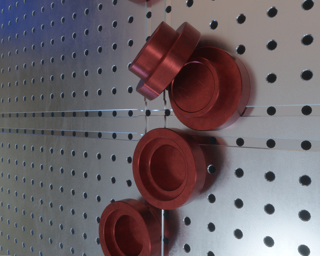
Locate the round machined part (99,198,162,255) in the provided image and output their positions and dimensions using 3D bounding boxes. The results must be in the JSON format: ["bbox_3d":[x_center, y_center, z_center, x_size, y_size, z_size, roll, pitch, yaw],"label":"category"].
[{"bbox_3d":[-0.036,0.146,0.426,0.098,0.042,0.097,0,90,39],"label":"round machined part"}]

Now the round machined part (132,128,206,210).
[{"bbox_3d":[0.015,0.048,0.384,0.098,0.042,0.097,0,90,39],"label":"round machined part"}]

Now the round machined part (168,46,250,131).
[{"bbox_3d":[0.048,-0.045,0.357,0.098,0.042,0.097,0,90,39],"label":"round machined part"}]

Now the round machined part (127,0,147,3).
[{"bbox_3d":[-0.037,-0.229,0.427,0.098,0.042,0.097,0,90,39],"label":"round machined part"}]

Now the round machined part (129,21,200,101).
[{"bbox_3d":[0.000,-0.083,0.360,0.042,0.098,0.098,35,120,-13],"label":"round machined part"}]
